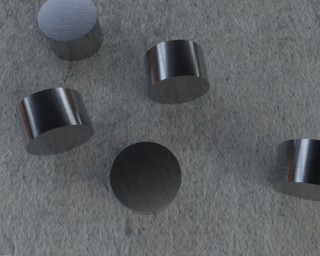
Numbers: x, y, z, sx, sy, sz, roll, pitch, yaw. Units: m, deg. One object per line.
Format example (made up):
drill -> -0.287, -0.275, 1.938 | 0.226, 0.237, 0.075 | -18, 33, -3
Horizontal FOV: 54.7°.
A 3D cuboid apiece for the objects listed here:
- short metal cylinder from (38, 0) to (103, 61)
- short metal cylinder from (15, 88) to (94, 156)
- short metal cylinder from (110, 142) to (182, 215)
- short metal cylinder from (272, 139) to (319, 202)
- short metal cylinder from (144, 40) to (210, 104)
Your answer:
short metal cylinder -> -0.126, -0.144, 0.446 | 0.081, 0.050, 0.080 | 0, 70, 0
short metal cylinder -> -0.128, -0.006, 0.380 | 0.080, 0.080, 0.050 | -21, 72, -8
short metal cylinder -> -0.016, 0.062, 0.372 | 0.081, 0.050, 0.080 | 0, 70, 0
short metal cylinder -> 0.178, 0.051, 0.362 | 0.080, 0.080, 0.050 | 14, 71, 5
short metal cylinder -> 0.021, -0.071, 0.405 | 0.081, 0.080, 0.050 | -6, 70, -2
